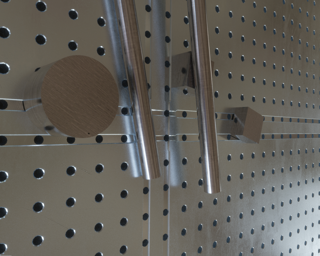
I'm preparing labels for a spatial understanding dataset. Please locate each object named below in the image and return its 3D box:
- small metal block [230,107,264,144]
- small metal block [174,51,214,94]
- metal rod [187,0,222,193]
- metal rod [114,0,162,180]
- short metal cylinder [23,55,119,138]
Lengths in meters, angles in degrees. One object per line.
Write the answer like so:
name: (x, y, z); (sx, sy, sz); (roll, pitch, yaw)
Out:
small metal block: (0.151, -0.004, 0.536); (0.050, 0.025, 0.050); (24, 75, -38)
small metal block: (0.050, -0.078, 0.451); (0.050, 0.025, 0.050); (13, 82, -39)
metal rod: (0.060, -0.058, 0.426); (0.025, 0.025, 0.298); (-10, 97, -40)
metal rod: (-0.032, -0.084, 0.381); (0.025, 0.025, 0.298); (-15, 100, -39)
short metal cylinder: (-0.090, -0.030, 0.317); (0.081, 0.050, 0.079); (0, 90, -40)
